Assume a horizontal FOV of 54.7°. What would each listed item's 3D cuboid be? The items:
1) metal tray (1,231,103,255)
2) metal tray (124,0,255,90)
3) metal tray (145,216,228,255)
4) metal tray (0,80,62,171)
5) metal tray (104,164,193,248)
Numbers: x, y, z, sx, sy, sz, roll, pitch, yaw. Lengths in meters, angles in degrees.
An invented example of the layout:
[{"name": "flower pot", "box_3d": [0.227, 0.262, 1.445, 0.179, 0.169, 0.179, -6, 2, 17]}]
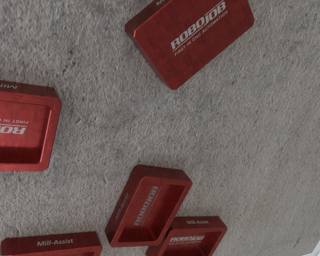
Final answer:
[{"name": "metal tray", "box_3d": [-0.157, 0.195, 0.437, 0.131, 0.030, 0.089, 7, 115, -32]}, {"name": "metal tray", "box_3d": [0.037, -0.117, 0.351, 0.130, 0.030, 0.090, -40, 130, -1]}, {"name": "metal tray", "box_3d": [0.049, 0.203, 0.555, 0.131, 0.030, 0.089, 10, 113, -33]}, {"name": "metal tray", "box_3d": [-0.174, -0.002, 0.306, 0.131, 0.030, 0.089, 5, 116, -31]}, {"name": "metal tray", "box_3d": [-0.018, 0.120, 0.468, 0.091, 0.030, 0.129, 12, 112, -34]}]
